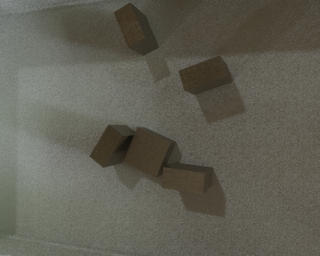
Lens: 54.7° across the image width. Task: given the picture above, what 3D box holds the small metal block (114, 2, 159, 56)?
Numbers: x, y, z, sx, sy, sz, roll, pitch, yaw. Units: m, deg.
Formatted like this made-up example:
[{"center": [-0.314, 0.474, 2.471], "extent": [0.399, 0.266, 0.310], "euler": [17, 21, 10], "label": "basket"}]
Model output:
[{"center": [-0.030, -0.128, 0.408], "extent": [0.025, 0.050, 0.050], "euler": [-25, 82, 18], "label": "small metal block"}]

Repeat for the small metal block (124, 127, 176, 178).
[{"center": [-0.013, 0.032, 0.415], "extent": [0.050, 0.025, 0.050], "euler": [25, 98, 18], "label": "small metal block"}]

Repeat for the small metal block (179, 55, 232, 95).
[{"center": [0.056, -0.063, 0.377], "extent": [0.050, 0.050, 0.025], "euler": [-18, 84, 19], "label": "small metal block"}]

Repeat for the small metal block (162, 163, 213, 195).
[{"center": [0.035, 0.061, 0.385], "extent": [0.050, 0.050, 0.025], "euler": [6, 92, 20], "label": "small metal block"}]

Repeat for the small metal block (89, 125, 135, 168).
[{"center": [-0.060, 0.023, 0.419], "extent": [0.025, 0.050, 0.050], "euler": [36, 102, 16], "label": "small metal block"}]
